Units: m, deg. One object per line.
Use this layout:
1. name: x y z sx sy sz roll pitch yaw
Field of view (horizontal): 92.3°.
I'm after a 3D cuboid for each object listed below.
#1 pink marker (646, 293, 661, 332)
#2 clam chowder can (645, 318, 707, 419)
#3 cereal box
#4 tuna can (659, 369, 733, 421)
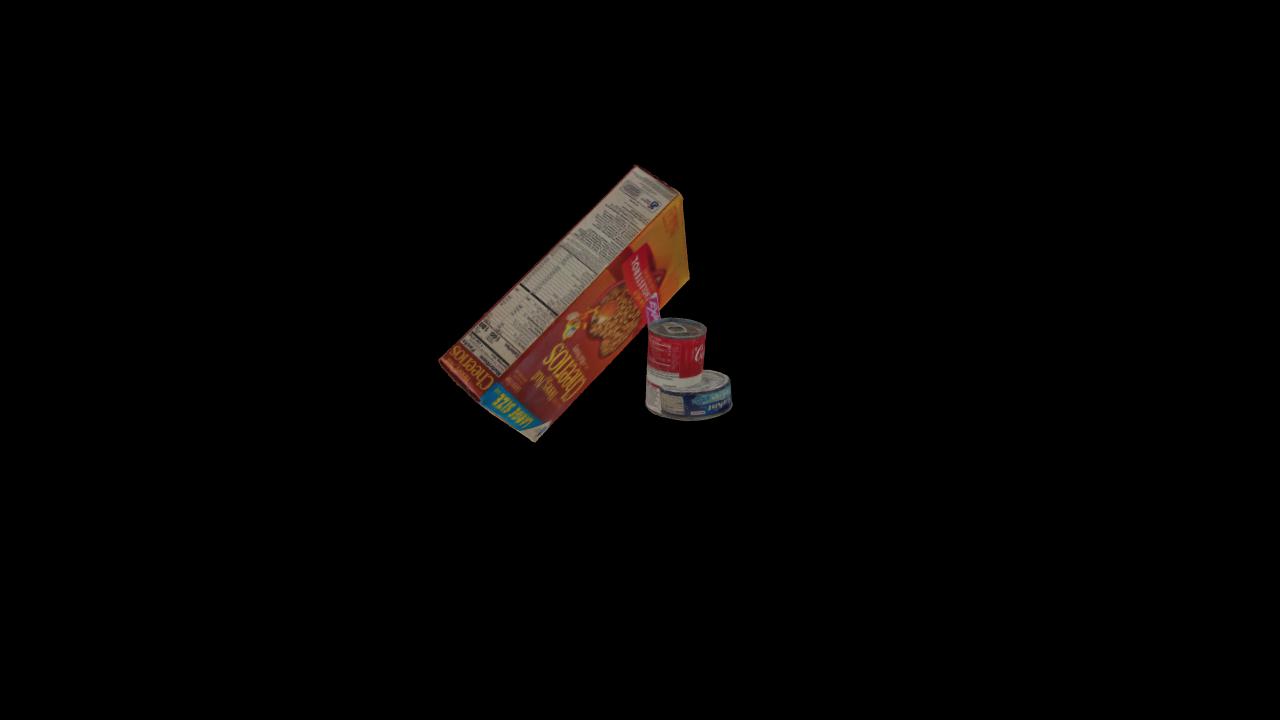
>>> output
1. pink marker: 0.016 -0.060 0.760 0.020 0.121 0.020 -8 19 3
2. clam chowder can: 0.041 0.009 0.719 0.068 0.102 0.068 3 22 -1
3. cereal box: -0.069 -0.052 0.724 0.081 0.306 0.203 39 -11 18
4. tuna can: 0.064 0.039 0.707 0.084 0.034 0.084 -6 16 2
